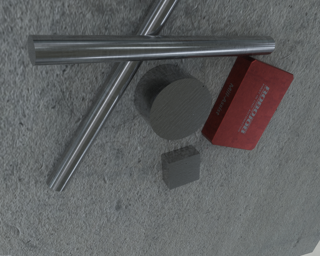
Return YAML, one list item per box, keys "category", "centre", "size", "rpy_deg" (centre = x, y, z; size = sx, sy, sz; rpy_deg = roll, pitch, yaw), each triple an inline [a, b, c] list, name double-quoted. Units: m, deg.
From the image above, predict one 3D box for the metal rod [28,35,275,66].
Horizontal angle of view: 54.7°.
- category: "metal rod"
  centre: [0.020, -0.087, 0.335]
  size: [0.303, 0.025, 0.025]
  rpy_deg: [-11, 124, -33]

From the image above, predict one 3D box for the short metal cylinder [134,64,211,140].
- category: "short metal cylinder"
  centre: [0.015, -0.032, 0.379]
  size: [0.081, 0.050, 0.079]
  rpy_deg: [-14, 124, -21]

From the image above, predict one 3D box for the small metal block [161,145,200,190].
- category: "small metal block"
  centre: [0.031, 0.058, 0.460]
  size: [0.050, 0.025, 0.050]
  rpy_deg: [-16, 125, -19]

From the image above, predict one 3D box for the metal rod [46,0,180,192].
- category: "metal rod"
  centre: [-0.048, -0.052, 0.348]
  size: [0.025, 0.025, 0.299]
  rpy_deg: [24, 105, -37]

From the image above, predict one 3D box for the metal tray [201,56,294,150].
- category: "metal tray"
  centre: [0.127, -0.033, 0.453]
  size: [0.091, 0.030, 0.129]
  rpy_deg: [10, 113, -33]
